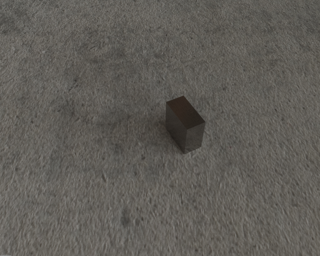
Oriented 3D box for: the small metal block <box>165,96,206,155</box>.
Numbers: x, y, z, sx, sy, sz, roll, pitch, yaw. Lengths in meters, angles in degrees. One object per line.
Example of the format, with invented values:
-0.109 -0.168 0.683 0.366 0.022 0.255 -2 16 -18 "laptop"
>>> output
0.030 -0.004 0.390 0.025 0.050 0.050 -22 54 -18 "small metal block"
